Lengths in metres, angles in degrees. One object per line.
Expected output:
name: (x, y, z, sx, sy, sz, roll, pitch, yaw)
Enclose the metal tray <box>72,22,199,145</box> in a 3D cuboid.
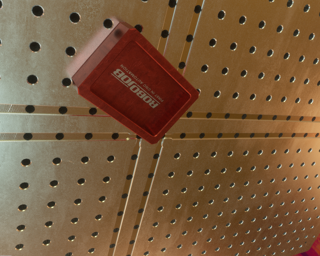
metal tray: (-0.024, -0.047, 0.367, 0.090, 0.030, 0.130, -48, 129, 5)
